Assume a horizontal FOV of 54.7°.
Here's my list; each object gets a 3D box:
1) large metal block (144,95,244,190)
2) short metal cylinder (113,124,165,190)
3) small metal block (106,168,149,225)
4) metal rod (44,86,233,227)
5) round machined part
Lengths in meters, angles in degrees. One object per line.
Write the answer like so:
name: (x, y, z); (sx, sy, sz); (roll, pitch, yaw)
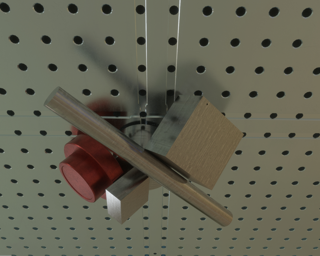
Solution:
large metal block: (0.042, 0.016, 0.376); (0.080, 0.050, 0.080); (39, 77, -28)
short metal cylinder: (-0.024, 0.041, 0.425); (0.081, 0.050, 0.079); (0, 130, 0)
small metal block: (-0.040, 0.086, 0.395); (0.025, 0.050, 0.050); (31, 137, 28)
metal rod: (-0.006, 0.050, 0.384); (0.025, 0.025, 0.301); (-36, 122, 26)
round machined part: (-0.095, 0.060, 0.412); (0.098, 0.042, 0.097); (28, 141, 26)
